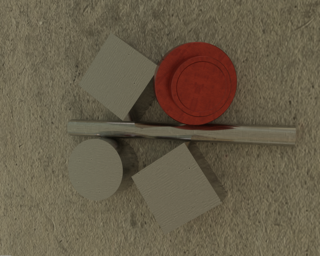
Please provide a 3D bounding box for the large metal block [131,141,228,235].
[{"bbox_3d":[0.025,0.072,0.387,0.080,0.050,0.080,-35,79,16],"label":"large metal block"}]

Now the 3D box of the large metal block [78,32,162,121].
[{"bbox_3d":[-0.045,-0.065,0.409,0.080,0.050,0.080,38,102,15],"label":"large metal block"}]

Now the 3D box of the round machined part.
[{"bbox_3d":[0.043,-0.050,0.360,0.099,0.042,0.097,-2,105,-8],"label":"round machined part"}]

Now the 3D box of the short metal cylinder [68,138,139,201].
[{"bbox_3d":[-0.076,0.054,0.422,0.080,0.050,0.079,0,90,19],"label":"short metal cylinder"}]

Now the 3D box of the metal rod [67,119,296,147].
[{"bbox_3d":[0.013,0.004,0.406,0.301,0.025,0.025,2,91,19],"label":"metal rod"}]
